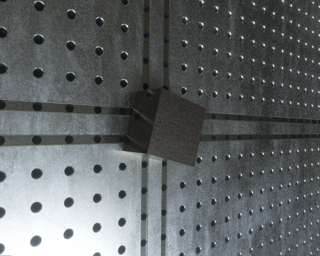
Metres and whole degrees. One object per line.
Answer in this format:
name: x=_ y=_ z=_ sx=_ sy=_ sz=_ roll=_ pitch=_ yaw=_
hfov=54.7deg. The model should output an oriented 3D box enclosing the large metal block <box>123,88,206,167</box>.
large metal block: x=0.007 y=0.001 z=0.401 sx=0.080 sy=0.050 sz=0.080 roll=20 pitch=77 yaw=-39
